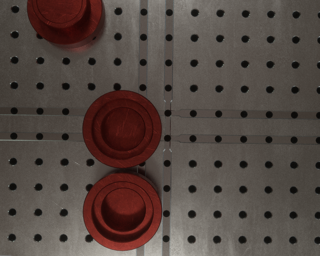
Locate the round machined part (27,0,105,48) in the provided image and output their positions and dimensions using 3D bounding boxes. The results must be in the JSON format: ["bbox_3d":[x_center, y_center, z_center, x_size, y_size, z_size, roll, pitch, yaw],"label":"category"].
[{"bbox_3d":[-0.124,-0.157,0.403,0.099,0.042,0.097,0,90,-1],"label":"round machined part"}]

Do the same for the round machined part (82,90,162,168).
[{"bbox_3d":[-0.047,0.001,0.404,0.099,0.042,0.097,0,90,-1],"label":"round machined part"}]

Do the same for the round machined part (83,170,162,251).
[{"bbox_3d":[-0.047,0.104,0.404,0.099,0.042,0.097,0,90,-1],"label":"round machined part"}]
